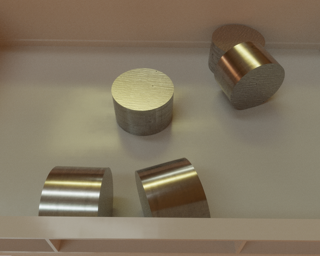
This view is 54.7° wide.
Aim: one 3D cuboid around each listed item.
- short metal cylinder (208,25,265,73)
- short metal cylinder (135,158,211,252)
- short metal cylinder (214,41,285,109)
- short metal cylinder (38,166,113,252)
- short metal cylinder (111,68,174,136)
[{"bbox_3d":[0.120,-0.120,0.491,0.081,0.050,0.080,0,50,0],"label":"short metal cylinder"},{"bbox_3d":[0.010,0.074,0.307,0.050,0.080,0.080,-14,52,-12],"label":"short metal cylinder"},{"bbox_3d":[0.123,-0.072,0.432,0.081,0.080,0.050,-15,52,-13],"label":"short metal cylinder"},{"bbox_3d":[-0.078,0.078,0.303,0.050,0.080,0.080,2,50,1],"label":"short metal cylinder"},{"bbox_3d":[-0.022,-0.036,0.419,0.081,0.050,0.080,0,50,0],"label":"short metal cylinder"}]
